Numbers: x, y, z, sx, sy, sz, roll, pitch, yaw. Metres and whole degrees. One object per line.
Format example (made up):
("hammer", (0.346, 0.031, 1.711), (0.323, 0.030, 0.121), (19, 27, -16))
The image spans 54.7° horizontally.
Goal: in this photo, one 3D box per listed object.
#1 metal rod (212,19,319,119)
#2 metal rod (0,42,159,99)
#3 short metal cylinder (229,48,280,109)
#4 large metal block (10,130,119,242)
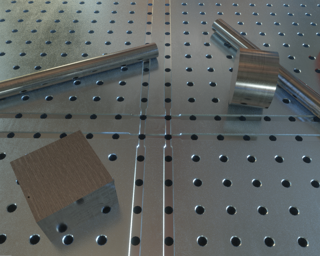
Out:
("metal rod", (0.180, -0.089, 0.484), (0.025, 0.025, 0.300), (-24, 54, -19))
("metal rod", (-0.145, -0.084, 0.476), (0.302, 0.025, 0.025), (-18, 53, -16))
("short metal cylinder", (0.129, -0.069, 0.431), (0.050, 0.080, 0.080), (8, 51, 6))
("large metal block", (-0.103, 0.060, 0.339), (0.081, 0.050, 0.080), (-27, 55, -21))
